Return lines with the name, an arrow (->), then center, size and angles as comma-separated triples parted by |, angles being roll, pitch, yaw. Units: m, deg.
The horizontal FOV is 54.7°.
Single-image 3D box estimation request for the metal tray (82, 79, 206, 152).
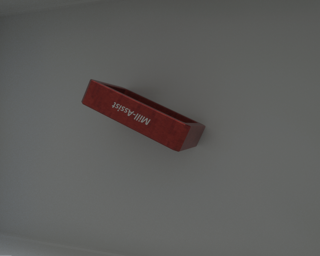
metal tray -> -0.017, -0.016, 0.377 | 0.130, 0.090, 0.030 | 26, 99, 17
